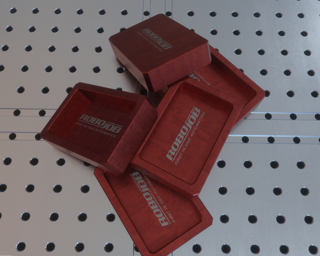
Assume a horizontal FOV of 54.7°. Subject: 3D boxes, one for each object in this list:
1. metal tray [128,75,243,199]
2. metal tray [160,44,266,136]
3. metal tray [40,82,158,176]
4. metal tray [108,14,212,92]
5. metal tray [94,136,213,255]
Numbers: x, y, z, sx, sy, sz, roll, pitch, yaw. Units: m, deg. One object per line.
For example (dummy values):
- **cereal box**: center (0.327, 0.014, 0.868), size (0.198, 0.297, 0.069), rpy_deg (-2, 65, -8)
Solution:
- **metal tray**: center (0.032, 0.007, 0.375), size (0.090, 0.030, 0.130), rpy_deg (27, 72, 9)
- **metal tray**: center (0.066, -0.056, 0.430), size (0.090, 0.030, 0.130), rpy_deg (-42, 76, -14)
- **metal tray**: center (-0.077, -0.005, 0.377), size (0.130, 0.030, 0.090), rpy_deg (16, 67, 37)
- **metal tray**: center (-0.004, -0.106, 0.416), size (0.090, 0.030, 0.130), rpy_deg (-29, 43, -11)
- **metal tray**: center (-0.009, 0.084, 0.378), size (0.090, 0.030, 0.130), rpy_deg (-31, 73, -11)
